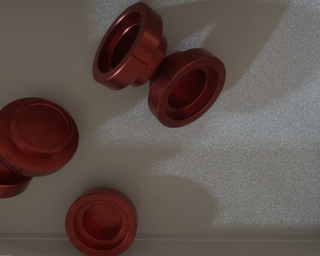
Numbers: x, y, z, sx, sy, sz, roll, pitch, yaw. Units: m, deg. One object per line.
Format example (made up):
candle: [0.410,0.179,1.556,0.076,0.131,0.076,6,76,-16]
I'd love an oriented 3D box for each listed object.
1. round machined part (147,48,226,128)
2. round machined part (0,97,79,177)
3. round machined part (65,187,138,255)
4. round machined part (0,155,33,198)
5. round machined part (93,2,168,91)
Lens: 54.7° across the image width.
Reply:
round machined part: [0.026,-0.051,0.366,0.099,0.042,0.097,-27,144,-22]
round machined part: [-0.144,0.005,0.370,0.098,0.098,0.042,38,138,-13]
round machined part: [-0.080,0.130,0.444,0.099,0.042,0.097,0,100,1]
round machined part: [-0.203,0.038,0.385,0.098,0.098,0.042,31,107,-11]
round machined part: [-0.030,-0.085,0.346,0.042,0.098,0.098,28,109,-35]
